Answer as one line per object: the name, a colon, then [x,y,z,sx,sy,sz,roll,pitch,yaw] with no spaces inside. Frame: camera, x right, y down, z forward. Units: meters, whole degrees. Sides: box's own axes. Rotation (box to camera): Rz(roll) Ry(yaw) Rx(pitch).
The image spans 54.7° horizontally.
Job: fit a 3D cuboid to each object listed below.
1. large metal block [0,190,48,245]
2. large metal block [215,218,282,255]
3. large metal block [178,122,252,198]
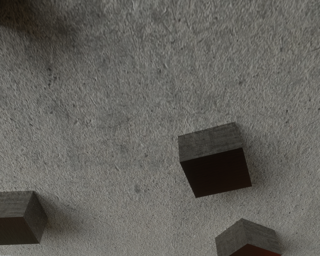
large metal block: [-0.246,0.151,0.517,0.080,0.050,0.080,-3,130,2]
large metal block: [0.163,0.222,0.581,0.080,0.050,0.080,24,126,-20]
large metal block: [0.076,0.046,0.431,0.080,0.050,0.080,-15,129,12]
